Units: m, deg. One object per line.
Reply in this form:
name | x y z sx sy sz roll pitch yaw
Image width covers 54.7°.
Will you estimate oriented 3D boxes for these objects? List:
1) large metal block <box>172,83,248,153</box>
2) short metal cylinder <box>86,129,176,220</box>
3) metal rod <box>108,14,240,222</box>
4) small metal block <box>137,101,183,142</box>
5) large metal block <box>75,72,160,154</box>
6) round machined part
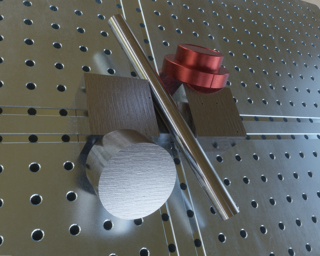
large metal block | 0.064 -0.013 0.435 0.081 0.050 0.080 1 61 -28
short metal cylinder | -0.031 0.046 0.320 0.081 0.050 0.079 -8 108 -25
metal rod | 0.009 -0.024 0.394 0.025 0.025 0.299 -19 72 -35
small metal block | 0.000 -0.009 0.414 0.050 0.025 0.050 1 61 -28
large metal block | -0.054 -0.015 0.373 0.081 0.050 0.080 2 61 -27
round machined part | 0.055 -0.095 0.453 0.099 0.042 0.098 12 23 -5
